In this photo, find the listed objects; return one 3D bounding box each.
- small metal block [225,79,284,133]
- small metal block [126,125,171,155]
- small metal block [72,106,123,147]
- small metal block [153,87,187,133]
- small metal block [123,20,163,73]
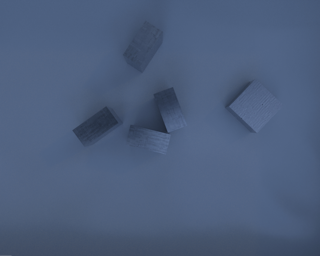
[{"bbox_3d":[0.125,-0.029,0.413,0.050,0.025,0.050,44,90,-1],"label":"small metal block"},{"bbox_3d":[-0.014,0.014,0.399,0.050,0.050,0.025,14,90,-1],"label":"small metal block"},{"bbox_3d":[-0.078,-0.002,0.398,0.050,0.050,0.025,-36,90,0],"label":"small metal block"},{"bbox_3d":[0.013,-0.022,0.399,0.025,0.050,0.050,-20,90,0],"label":"small metal block"},{"bbox_3d":[-0.021,-0.102,0.399,0.025,0.050,0.050,33,90,0],"label":"small metal block"}]
